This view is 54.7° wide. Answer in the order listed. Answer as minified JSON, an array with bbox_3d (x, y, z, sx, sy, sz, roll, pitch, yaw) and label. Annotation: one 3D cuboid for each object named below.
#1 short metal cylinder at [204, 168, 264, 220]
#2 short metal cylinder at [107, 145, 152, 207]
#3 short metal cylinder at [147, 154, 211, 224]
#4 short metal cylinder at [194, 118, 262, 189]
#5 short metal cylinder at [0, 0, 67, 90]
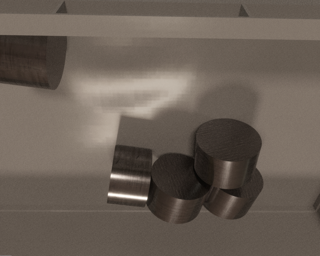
[{"bbox_3d":[0.100,0.083,0.445,0.081,0.080,0.050,8,130,-8],"label":"short metal cylinder"},{"bbox_3d":[-0.042,0.067,0.429,0.050,0.080,0.079,8,130,-7],"label":"short metal cylinder"},{"bbox_3d":[0.023,0.081,0.419,0.081,0.080,0.050,8,128,-8],"label":"short metal cylinder"},{"bbox_3d":[0.086,0.032,0.401,0.081,0.080,0.050,-1,130,0],"label":"short metal cylinder"},{"bbox_3d":[-0.126,-0.080,0.303,0.050,0.080,0.079,7,130,-6],"label":"short metal cylinder"}]
